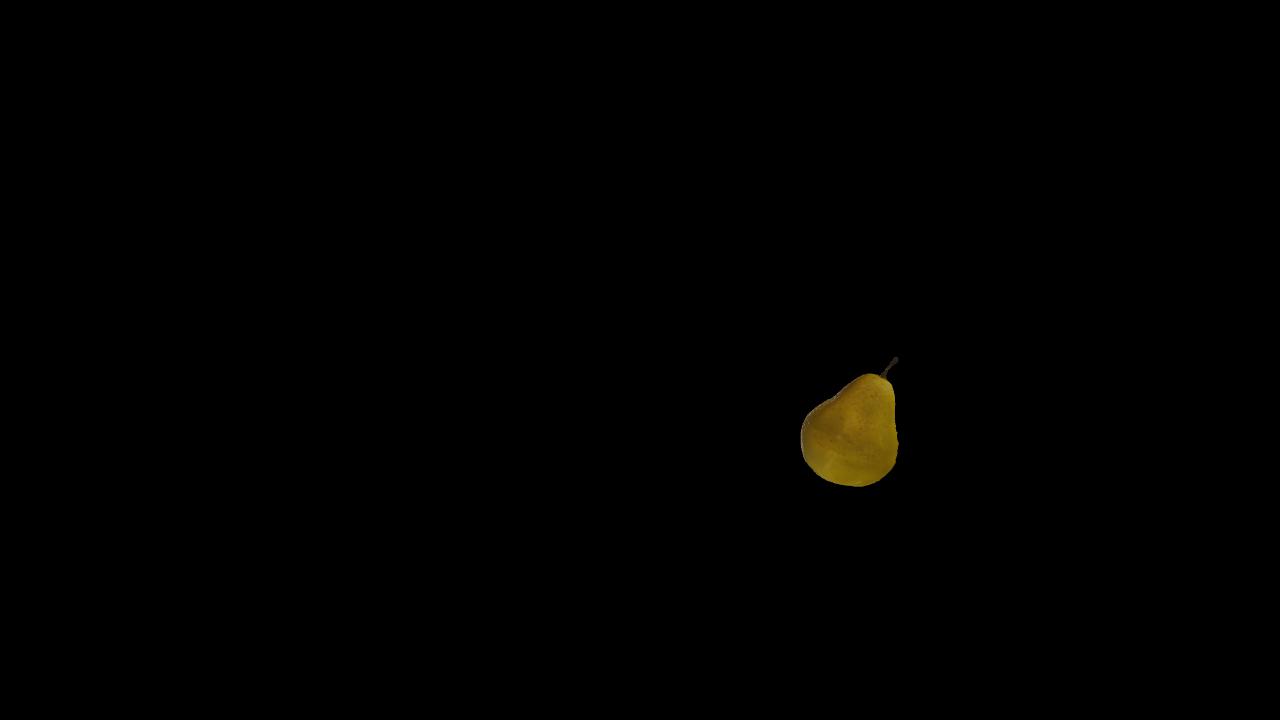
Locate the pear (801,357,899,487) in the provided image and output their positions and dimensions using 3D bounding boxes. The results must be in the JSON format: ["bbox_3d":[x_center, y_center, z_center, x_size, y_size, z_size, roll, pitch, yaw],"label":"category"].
[{"bbox_3d":[0.179,0.048,0.509,0.080,0.111,0.080,10,20,-4],"label":"pear"}]
